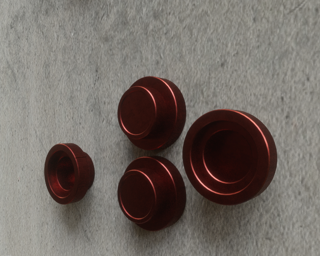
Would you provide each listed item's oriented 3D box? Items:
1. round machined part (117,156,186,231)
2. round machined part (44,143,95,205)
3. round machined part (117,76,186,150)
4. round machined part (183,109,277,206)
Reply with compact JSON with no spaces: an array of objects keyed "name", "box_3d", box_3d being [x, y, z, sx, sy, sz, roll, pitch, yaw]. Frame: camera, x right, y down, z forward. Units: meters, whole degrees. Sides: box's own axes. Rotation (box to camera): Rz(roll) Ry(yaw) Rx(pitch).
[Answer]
[{"name":"round machined part","box_3d":[-0.018,0.086,0.407,0.098,0.042,0.097,0,90,39]},{"name":"round machined part","box_3d":[-0.145,0.073,0.511,0.098,0.042,0.097,0,90,39]},{"name":"round machined part","box_3d":[-0.018,-0.020,0.407,0.098,0.042,0.097,0,90,39]},{"name":"round machined part","box_3d":[0.076,0.029,0.330,0.098,0.042,0.097,0,90,39]}]
